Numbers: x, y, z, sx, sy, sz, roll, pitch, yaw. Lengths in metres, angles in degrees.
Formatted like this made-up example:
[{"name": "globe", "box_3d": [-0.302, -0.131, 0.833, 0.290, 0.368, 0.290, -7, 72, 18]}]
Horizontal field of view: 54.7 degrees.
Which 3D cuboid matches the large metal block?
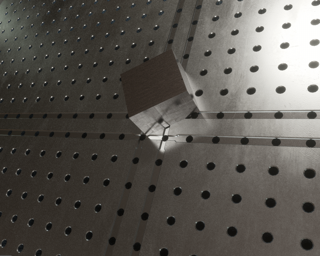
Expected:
[{"name": "large metal block", "box_3d": [-0.001, -0.048, 0.421, 0.080, 0.050, 0.080, -24, 53, 13]}]
